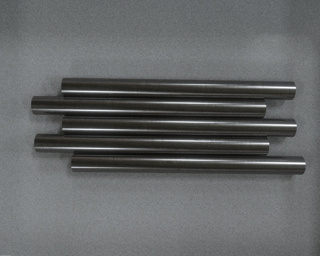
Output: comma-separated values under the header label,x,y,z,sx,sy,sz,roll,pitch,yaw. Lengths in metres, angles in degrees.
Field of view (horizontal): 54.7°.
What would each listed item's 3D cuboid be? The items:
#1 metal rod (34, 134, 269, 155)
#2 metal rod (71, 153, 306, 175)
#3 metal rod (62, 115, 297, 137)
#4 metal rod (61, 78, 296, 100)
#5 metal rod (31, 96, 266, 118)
label,x,y,z,sx,sy,sz,roll,pitch,yaw
metal rod,-0.010,0.022,0.410,0.302,0.025,0.025,1,90,-1
metal rod,0.037,0.048,0.411,0.302,0.025,0.025,1,90,-1
metal rod,0.026,-0.002,0.410,0.302,0.025,0.025,1,90,-1
metal rod,0.025,-0.052,0.410,0.302,0.025,0.025,1,90,-1
metal rod,-0.014,-0.028,0.410,0.302,0.025,0.025,1,90,-1
